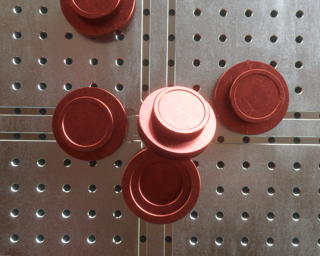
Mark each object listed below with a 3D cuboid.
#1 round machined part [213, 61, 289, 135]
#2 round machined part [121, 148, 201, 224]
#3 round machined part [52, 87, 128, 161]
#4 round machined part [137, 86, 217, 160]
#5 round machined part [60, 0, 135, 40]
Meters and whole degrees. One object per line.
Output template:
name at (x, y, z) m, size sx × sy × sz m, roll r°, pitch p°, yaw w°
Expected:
round machined part at (0.121, -0.040, 0.406) m, size 0.099 × 0.042 × 0.097 m, roll 0°, pitch 90°, yaw 0°
round machined part at (0.001, 0.071, 0.405) m, size 0.099 × 0.042 × 0.097 m, roll 0°, pitch 90°, yaw 0°
round machined part at (-0.092, -0.005, 0.404) m, size 0.099 × 0.042 × 0.097 m, roll 0°, pitch 90°, yaw 0°
round machined part at (0.023, -0.013, 0.383) m, size 0.099 × 0.042 × 0.098 m, roll 5°, pitch 60°, yaw -8°
round machined part at (-0.082, -0.170, 0.404) m, size 0.099 × 0.042 × 0.097 m, roll 0°, pitch 90°, yaw 0°
